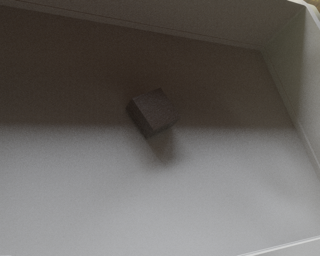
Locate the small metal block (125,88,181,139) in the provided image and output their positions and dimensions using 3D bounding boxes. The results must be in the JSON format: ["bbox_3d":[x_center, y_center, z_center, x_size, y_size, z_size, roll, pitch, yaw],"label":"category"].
[{"bbox_3d":[-0.009,-0.020,0.410,0.050,0.025,0.050,-26,76,-37],"label":"small metal block"}]
